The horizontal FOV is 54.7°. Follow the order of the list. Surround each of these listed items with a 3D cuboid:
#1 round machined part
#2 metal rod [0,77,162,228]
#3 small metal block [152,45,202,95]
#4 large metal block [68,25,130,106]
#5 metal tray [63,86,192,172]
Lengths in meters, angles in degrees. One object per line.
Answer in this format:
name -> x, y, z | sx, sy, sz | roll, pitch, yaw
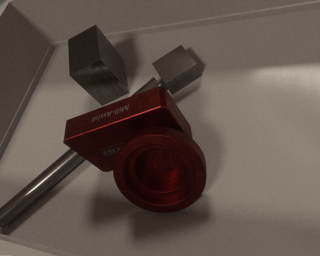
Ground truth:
round machined part -> 0.002, 0.042, 0.343 | 0.098, 0.098, 0.042 | -19, 21, 16
metal rod -> -0.115, 0.034, 0.442 | 0.300, 0.025, 0.025 | -41, 51, 0
small metal block -> 0.024, -0.084, 0.442 | 0.050, 0.025, 0.050 | -32, 52, 4
large metal block -> -0.094, -0.095, 0.476 | 0.050, 0.080, 0.080 | -24, 53, 13
metal tray -> -0.036, 0.007, 0.376 | 0.130, 0.090, 0.030 | -18, 52, 17
